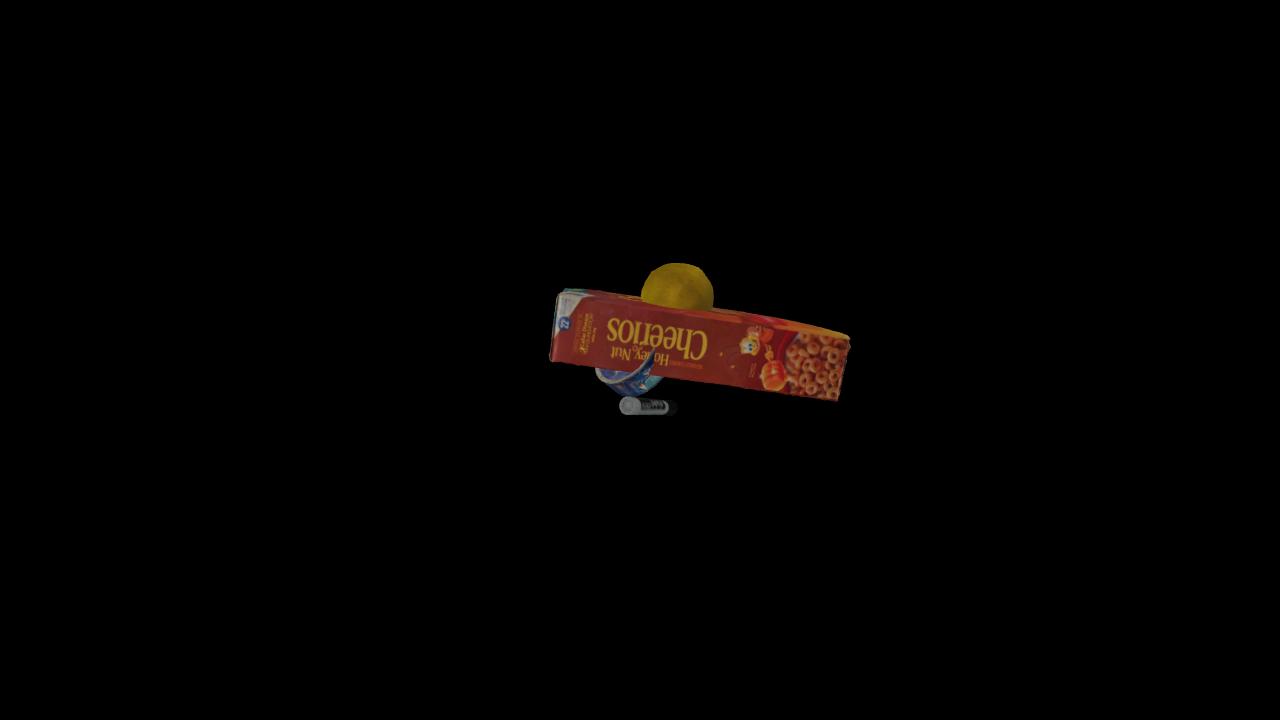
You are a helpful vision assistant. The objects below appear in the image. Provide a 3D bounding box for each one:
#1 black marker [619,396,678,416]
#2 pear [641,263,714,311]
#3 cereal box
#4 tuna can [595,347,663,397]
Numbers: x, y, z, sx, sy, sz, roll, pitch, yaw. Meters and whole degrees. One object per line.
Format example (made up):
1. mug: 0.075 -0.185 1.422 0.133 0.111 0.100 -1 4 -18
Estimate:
1. black marker: 0.013 0.052 0.674 0.020 0.020 0.121 0 -5 25
2. pear: 0.029 -0.055 0.643 0.080 0.080 0.111 0 34 35
3. cereal box: 0.053 -0.025 0.709 0.306 0.081 0.203 9 7 -5
4. tuna can: -0.005 -0.003 0.646 0.084 0.084 0.034 0 -33 47
